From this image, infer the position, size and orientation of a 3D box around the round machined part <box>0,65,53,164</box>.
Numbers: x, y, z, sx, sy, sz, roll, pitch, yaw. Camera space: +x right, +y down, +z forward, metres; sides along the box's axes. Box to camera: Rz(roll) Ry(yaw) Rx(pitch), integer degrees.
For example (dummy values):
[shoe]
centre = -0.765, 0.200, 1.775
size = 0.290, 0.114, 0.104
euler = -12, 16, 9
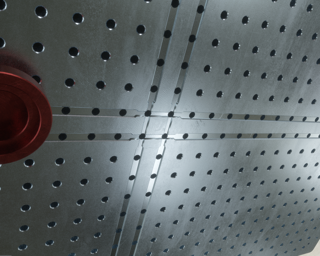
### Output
[round machined part]
centre = -0.160, -0.016, 0.303
size = 0.099, 0.042, 0.097
euler = -14, 124, -21
